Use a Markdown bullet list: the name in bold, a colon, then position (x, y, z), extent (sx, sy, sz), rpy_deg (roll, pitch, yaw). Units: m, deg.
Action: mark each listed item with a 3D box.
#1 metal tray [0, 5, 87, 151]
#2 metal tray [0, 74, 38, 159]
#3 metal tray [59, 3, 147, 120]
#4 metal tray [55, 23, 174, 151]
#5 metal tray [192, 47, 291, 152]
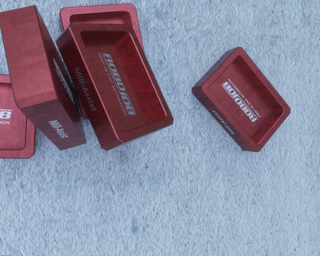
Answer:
- **metal tray**: position (-0.107, -0.039, 0.299), extent (0.030, 0.130, 0.090), rpy_deg (-16, 73, -8)
- **metal tray**: position (-0.202, -0.014, 0.331), extent (0.131, 0.030, 0.089), rpy_deg (3, 89, -20)
- **metal tray**: position (-0.065, -0.081, 0.381), extent (0.091, 0.030, 0.129), rpy_deg (-12, 94, -20)
- **metal tray**: position (-0.046, -0.049, 0.341), extent (0.091, 0.030, 0.129), rpy_deg (-21, 86, -48)
- **metal tray**: position (0.120, -0.040, 0.450), extent (0.130, 0.030, 0.090), rpy_deg (46, 76, -14)
